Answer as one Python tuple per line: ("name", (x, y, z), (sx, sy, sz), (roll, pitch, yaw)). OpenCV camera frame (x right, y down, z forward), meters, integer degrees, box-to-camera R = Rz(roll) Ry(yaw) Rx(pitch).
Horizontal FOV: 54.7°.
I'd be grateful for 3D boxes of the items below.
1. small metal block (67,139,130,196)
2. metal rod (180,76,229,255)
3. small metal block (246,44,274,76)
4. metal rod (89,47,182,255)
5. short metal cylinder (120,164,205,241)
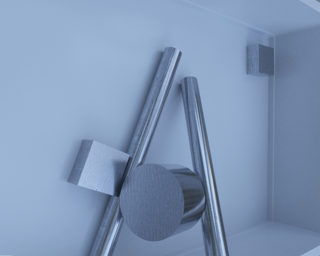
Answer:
("small metal block", (-0.069, 0.045, 0.351), (0.050, 0.025, 0.050), (28, 73, -37))
("metal rod", (0.054, 0.063, 0.373), (0.025, 0.025, 0.299), (21, 51, -38))
("small metal block", (0.183, -0.121, 0.563), (0.050, 0.025, 0.050), (-1, 91, -40))
("metal rod", (-0.029, 0.033, 0.384), (0.025, 0.025, 0.299), (31, 71, -36))
("short metal cylinder", (0.003, 0.080, 0.345), (0.050, 0.080, 0.080), (12, 82, -58))
